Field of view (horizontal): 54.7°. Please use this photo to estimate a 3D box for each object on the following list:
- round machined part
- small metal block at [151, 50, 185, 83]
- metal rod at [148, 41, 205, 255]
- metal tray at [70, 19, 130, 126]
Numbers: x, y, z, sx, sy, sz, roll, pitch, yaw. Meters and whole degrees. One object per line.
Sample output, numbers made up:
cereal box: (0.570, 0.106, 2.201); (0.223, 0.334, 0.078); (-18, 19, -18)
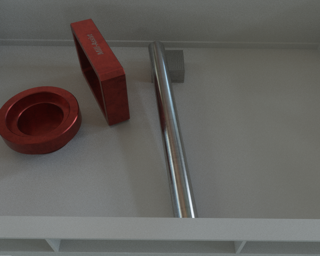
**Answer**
round machined part: (-0.150, -0.005, 0.397); (0.099, 0.042, 0.098); (0, 50, 0)
small metal block: (0.012, -0.097, 0.487); (0.050, 0.025, 0.050); (0, 50, -1)
metal rod: (0.013, 0.000, 0.386); (0.025, 0.025, 0.299); (-5, 56, -5)
metal tray: (-0.083, -0.078, 0.427); (0.030, 0.089, 0.130); (-21, 53, -17)
